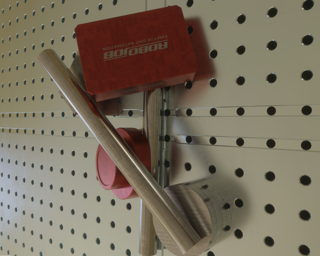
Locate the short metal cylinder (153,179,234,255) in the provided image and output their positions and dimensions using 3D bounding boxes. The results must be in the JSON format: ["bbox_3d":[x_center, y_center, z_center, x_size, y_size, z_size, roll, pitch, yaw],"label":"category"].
[{"bbox_3d":[0.038,0.103,0.361,0.080,0.050,0.079,0,90,39],"label":"short metal cylinder"}]

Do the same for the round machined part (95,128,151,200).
[{"bbox_3d":[-0.056,0.048,0.421,0.098,0.042,0.097,-1,89,57],"label":"round machined part"}]

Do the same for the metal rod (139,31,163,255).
[{"bbox_3d":[-0.011,0.020,0.417,0.025,0.025,0.298,3,92,39],"label":"metal rod"}]

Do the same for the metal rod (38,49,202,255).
[{"bbox_3d":[-0.059,0.013,0.364,0.300,0.025,0.025,50,119,19],"label":"metal rod"}]

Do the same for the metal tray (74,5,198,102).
[{"bbox_3d":[-0.029,-0.091,0.376,0.131,0.030,0.090,-13,79,-4],"label":"metal tray"}]

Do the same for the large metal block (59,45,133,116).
[{"bbox_3d":[-0.083,-0.065,0.441,0.050,0.081,0.080,49,119,28],"label":"large metal block"}]
